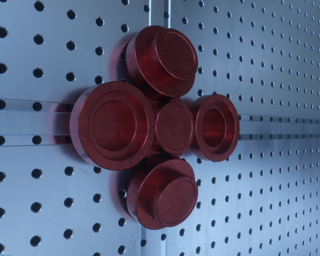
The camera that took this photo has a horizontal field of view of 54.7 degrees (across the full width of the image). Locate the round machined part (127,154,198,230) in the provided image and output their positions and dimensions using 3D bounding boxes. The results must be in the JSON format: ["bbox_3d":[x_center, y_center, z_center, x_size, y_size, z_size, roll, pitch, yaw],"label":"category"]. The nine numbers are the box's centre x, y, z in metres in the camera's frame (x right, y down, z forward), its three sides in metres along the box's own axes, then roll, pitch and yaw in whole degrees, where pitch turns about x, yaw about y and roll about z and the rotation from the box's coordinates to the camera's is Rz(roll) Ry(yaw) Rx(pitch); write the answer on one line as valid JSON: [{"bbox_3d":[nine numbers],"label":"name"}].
[{"bbox_3d":[0.010,0.086,0.394,0.099,0.042,0.097,-15,114,-36],"label":"round machined part"}]

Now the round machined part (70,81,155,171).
[{"bbox_3d":[-0.056,-0.002,0.352,0.099,0.042,0.097,0,90,-40],"label":"round machined part"}]

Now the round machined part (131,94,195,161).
[{"bbox_3d":[0.008,-0.001,0.405,0.099,0.042,0.097,0,90,-40],"label":"round machined part"}]

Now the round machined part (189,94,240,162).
[{"bbox_3d":[0.072,0.000,0.460,0.099,0.042,0.097,0,90,-40],"label":"round machined part"}]

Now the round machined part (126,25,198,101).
[{"bbox_3d":[0.010,-0.086,0.393,0.099,0.042,0.098,13,68,-35],"label":"round machined part"}]
